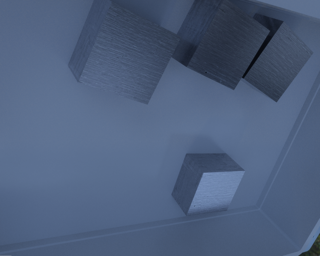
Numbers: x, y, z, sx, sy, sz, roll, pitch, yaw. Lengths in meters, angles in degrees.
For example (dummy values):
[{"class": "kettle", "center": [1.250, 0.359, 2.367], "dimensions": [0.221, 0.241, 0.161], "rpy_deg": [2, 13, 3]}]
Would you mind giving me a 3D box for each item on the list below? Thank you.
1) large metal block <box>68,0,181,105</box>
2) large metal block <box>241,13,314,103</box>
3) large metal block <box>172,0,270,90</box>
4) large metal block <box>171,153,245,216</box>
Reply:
[{"class": "large metal block", "center": [-0.038, -0.080, 0.323], "dimensions": [0.081, 0.050, 0.080], "rpy_deg": [15, 110, -35]}, {"class": "large metal block", "center": [0.143, -0.092, 0.416], "dimensions": [0.080, 0.050, 0.080], "rpy_deg": [24, 105, -37]}, {"class": "large metal block", "center": [0.068, -0.102, 0.369], "dimensions": [0.081, 0.050, 0.080], "rpy_deg": [18, 109, -36]}, {"class": "large metal block", "center": [0.075, 0.087, 0.490], "dimensions": [0.081, 0.050, 0.079], "rpy_deg": [3, 117, -30]}]
